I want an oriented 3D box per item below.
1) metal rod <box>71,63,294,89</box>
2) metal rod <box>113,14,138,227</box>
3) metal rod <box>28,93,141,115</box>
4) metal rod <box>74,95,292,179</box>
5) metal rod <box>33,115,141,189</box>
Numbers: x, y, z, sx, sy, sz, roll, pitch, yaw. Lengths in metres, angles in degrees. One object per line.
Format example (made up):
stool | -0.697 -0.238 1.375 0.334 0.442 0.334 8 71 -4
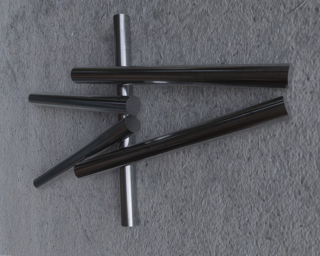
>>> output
metal rod | 0.002 -0.065 0.382 0.300 0.025 0.025 6 94 33
metal rod | -0.050 -0.012 0.445 0.025 0.025 0.298 -4 87 39
metal rod | -0.139 -0.043 0.500 0.300 0.025 0.025 8 95 45
metal rod | 0.004 0.021 0.381 0.300 0.025 0.025 -19 78 31
metal rod | -0.133 0.050 0.495 0.299 0.025 0.025 -29 72 41
